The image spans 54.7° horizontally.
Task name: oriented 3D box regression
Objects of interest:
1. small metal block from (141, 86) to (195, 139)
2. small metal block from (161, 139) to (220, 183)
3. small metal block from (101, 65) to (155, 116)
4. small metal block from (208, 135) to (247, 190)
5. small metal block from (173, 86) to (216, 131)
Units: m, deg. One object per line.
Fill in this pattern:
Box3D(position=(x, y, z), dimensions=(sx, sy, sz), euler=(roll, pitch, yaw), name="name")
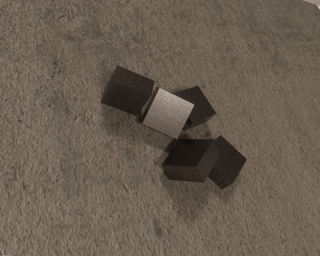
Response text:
Box3D(position=(0.009, -0.020, 0.405), dimensions=(0.050, 0.025, 0.050), euler=(24, 97, -14), name="small metal block")
Box3D(position=(0.038, 0.039, 0.383), dimensions=(0.050, 0.050, 0.025), euler=(-51, 126, -39), name="small metal block")
Box3D(position=(-0.042, -0.046, 0.395), dimensions=(0.050, 0.050, 0.025), euler=(21, 54, -16), name="small metal block")
Box3D(position=(0.084, 0.046, 0.423), dimensions=(0.050, 0.025, 0.050), euler=(43, 51, 1), name="small metal block")
Box3D(position=(0.045, -0.029, 0.447), dimensions=(0.050, 0.025, 0.050), euler=(-21, 73, -36), name="small metal block")
